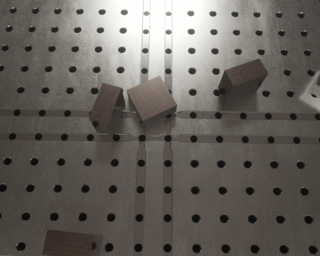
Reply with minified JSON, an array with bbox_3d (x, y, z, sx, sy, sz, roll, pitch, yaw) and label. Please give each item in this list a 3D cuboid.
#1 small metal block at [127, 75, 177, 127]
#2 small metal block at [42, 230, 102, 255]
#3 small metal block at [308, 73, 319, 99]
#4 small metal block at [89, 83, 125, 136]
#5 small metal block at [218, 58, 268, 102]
[{"bbox_3d":[-0.011,-0.037,0.425,0.050,0.025,0.050,-25,72,-9],"label":"small metal block"},{"bbox_3d":[-0.097,0.131,0.349,0.050,0.050,0.025,6,70,2],"label":"small metal block"},{"bbox_3d":[0.248,-0.061,0.437,0.050,0.025,0.050,34,73,11],"label":"small metal block"},{"bbox_3d":[-0.068,-0.023,0.406,0.025,0.050,0.050,15,71,5],"label":"small metal block"},{"bbox_3d":[0.112,-0.064,0.423,0.050,0.050,0.025,-20,72,-7],"label":"small metal block"}]
